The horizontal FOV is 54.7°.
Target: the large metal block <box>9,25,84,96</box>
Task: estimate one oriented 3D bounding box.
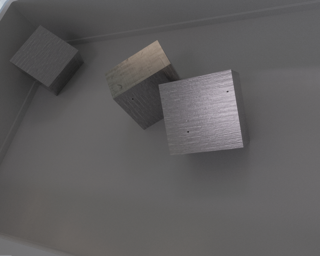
[{"bbox_3d":[-0.194,-0.116,0.540,0.080,0.050,0.080,34,79,4],"label":"large metal block"}]

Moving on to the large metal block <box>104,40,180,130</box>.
[{"bbox_3d":[-0.013,-0.054,0.410,0.080,0.080,0.050,-30,52,9],"label":"large metal block"}]

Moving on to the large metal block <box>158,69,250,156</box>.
[{"bbox_3d":[0.051,-0.016,0.350,0.080,0.050,0.080,-9,92,23],"label":"large metal block"}]
